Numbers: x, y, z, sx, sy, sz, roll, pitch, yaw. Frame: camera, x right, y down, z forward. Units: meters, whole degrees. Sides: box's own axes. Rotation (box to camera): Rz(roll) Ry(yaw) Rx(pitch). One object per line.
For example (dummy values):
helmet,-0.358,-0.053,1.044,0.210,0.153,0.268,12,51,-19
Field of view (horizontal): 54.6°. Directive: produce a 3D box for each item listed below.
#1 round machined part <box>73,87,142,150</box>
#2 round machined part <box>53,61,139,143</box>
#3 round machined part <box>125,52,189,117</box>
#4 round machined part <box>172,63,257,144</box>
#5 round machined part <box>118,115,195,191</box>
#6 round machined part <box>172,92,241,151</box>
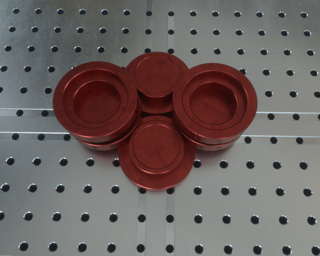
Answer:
round machined part,-0.072,-0.017,0.408,0.099,0.042,0.098,0,70,0
round machined part,-0.075,-0.028,0.378,0.099,0.042,0.098,0,70,0
round machined part,-0.004,-0.064,0.426,0.099,0.042,0.098,0,70,0
round machined part,0.064,-0.026,0.378,0.099,0.042,0.098,0,70,0
round machined part,-0.004,0.029,0.392,0.099,0.042,0.098,0,70,0
round machined part,0.064,-0.017,0.409,0.099,0.042,0.098,0,70,0
